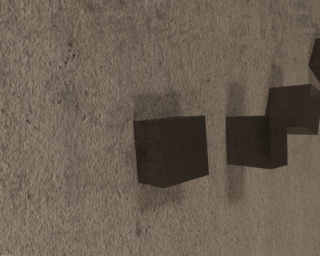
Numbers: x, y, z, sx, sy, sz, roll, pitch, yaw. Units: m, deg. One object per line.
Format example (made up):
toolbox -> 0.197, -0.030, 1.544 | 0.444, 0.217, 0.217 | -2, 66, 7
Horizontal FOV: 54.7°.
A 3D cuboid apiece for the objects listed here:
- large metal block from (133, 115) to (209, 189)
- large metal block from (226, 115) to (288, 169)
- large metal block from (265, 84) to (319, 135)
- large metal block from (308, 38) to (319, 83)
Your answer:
large metal block -> 0.016, 0.027, 0.404 | 0.081, 0.050, 0.079 | -8, 95, -40
large metal block -> 0.156, 0.020, 0.503 | 0.050, 0.080, 0.079 | -3, 92, -40
large metal block -> 0.250, -0.033, 0.582 | 0.050, 0.080, 0.080 | 22, 77, -39
large metal block -> 0.399, -0.158, 0.728 | 0.080, 0.050, 0.080 | 37, 67, -34
